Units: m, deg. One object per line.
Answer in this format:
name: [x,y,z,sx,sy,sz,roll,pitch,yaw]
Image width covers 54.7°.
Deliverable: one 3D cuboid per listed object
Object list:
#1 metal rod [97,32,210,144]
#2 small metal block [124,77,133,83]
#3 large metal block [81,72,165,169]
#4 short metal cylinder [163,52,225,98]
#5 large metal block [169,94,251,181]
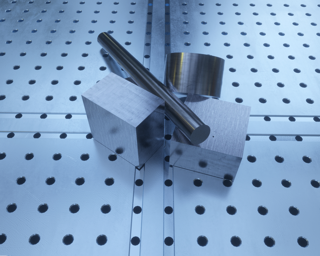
metal rod: [-0.027,-0.073,0.430,0.025,0.025,0.300,-22,42,-18]
small metal block: [-0.040,-0.047,0.447,0.050,0.025,0.050,-19,53,-16]
large metal block: [-0.042,-0.009,0.378,0.080,0.080,0.050,30,56,22]
short metal cylinder: [0.045,-0.070,0.422,0.080,0.080,0.050,7,94,5]
large metal block: [0.062,0.010,0.383,0.080,0.050,0.080,14,51,11]
